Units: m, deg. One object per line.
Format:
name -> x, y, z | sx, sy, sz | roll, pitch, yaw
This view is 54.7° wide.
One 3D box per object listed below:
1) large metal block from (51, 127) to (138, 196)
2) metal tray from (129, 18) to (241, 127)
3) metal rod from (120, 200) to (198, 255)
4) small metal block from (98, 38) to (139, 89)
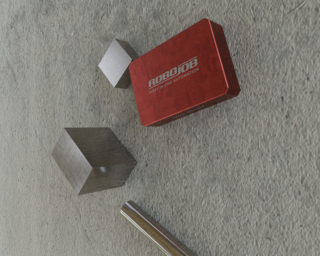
large metal block -> -0.094, 0.044, 0.444 | 0.080, 0.081, 0.050 | 46, 118, 29
metal tray -> 0.024, -0.062, 0.380 | 0.130, 0.030, 0.090 | -21, 77, 37
metal rod -> 0.059, 0.176, 0.354 | 0.300, 0.025, 0.025 | 31, 109, 35
small metal block -> -0.057, -0.093, 0.450 | 0.050, 0.025, 0.050 | -52, 60, 27
